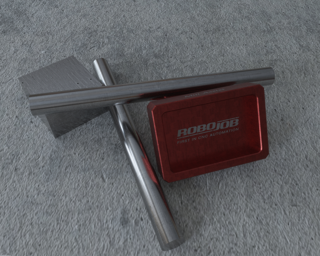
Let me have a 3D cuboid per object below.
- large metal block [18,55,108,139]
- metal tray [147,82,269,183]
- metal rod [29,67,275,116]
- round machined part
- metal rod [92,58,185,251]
[{"bbox_3d":[-0.131,-0.045,0.423,0.081,0.050,0.080,-31,57,-24],"label":"large metal block"},{"bbox_3d":[0.057,0.003,0.358,0.131,0.089,0.030,-12,15,-11],"label":"metal tray"},{"bbox_3d":[-0.001,-0.048,0.385,0.302,0.025,0.025,-8,51,-11],"label":"metal rod"},{"bbox_3d":[0.043,-0.018,0.408,0.099,0.042,0.098,0,50,0],"label":"round machined part"},{"bbox_3d":[-0.040,0.008,0.395,0.025,0.025,0.300,-16,52,-13],"label":"metal rod"}]
